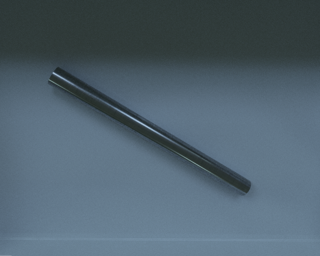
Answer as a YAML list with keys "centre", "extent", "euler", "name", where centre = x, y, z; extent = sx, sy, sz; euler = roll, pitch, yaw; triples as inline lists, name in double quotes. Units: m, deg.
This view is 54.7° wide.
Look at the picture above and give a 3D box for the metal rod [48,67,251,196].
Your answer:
- centre: [-0.005, 0.010, 0.413]
  extent: [0.301, 0.025, 0.025]
  euler: [31, 107, -11]
  name: "metal rod"
